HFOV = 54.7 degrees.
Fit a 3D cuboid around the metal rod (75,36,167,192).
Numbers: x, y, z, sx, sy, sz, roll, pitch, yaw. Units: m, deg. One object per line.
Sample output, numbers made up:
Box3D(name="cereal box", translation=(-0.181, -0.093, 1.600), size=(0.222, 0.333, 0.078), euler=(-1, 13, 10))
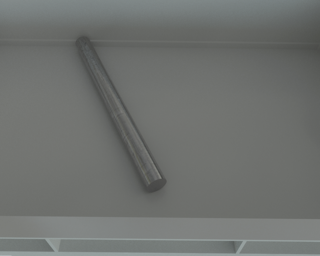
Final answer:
Box3D(name="metal rod", translation=(-0.067, -0.039, 0.437), size=(0.025, 0.025, 0.300), euler=(-19, 53, -16))
